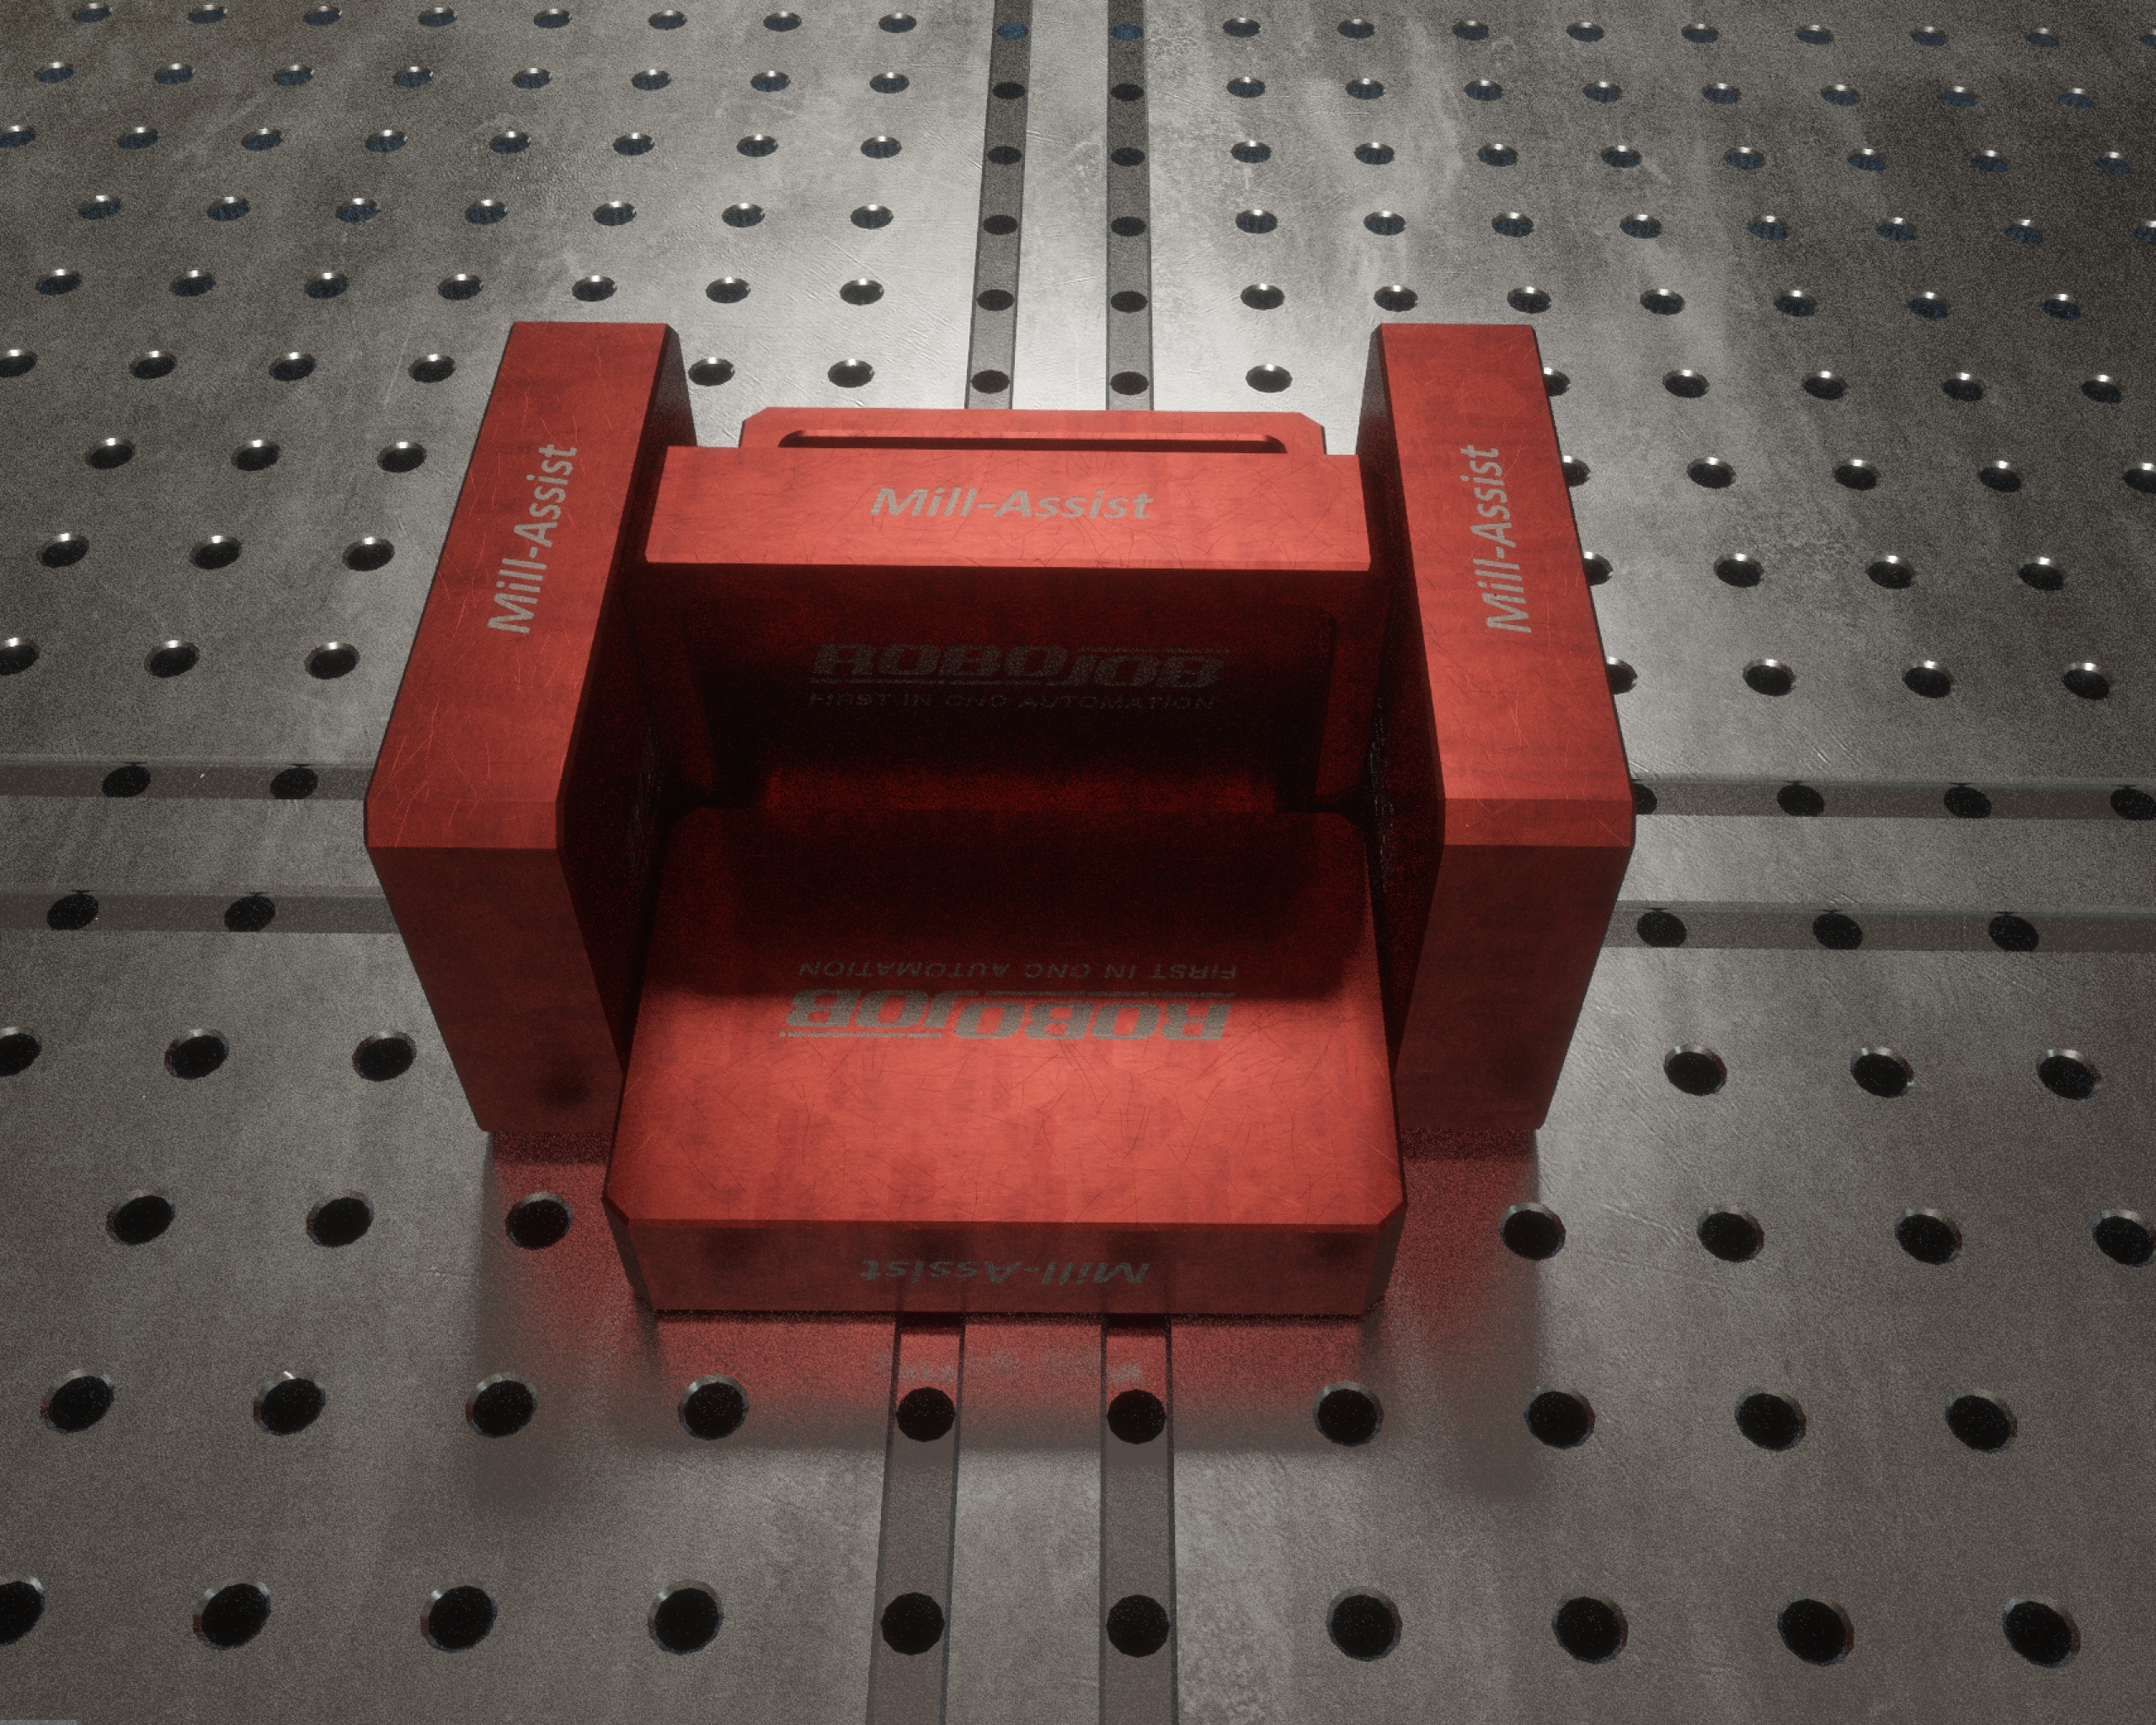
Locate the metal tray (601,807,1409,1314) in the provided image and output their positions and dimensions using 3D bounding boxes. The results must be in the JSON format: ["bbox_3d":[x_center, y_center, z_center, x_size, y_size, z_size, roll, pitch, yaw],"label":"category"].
[{"bbox_3d":[-0.012,0.033,0.374,0.131,0.030,0.090,1,50,0],"label":"metal tray"}]

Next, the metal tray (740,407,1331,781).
[{"bbox_3d":[-0.010,-0.059,0.454,0.131,0.030,0.090,1,50,0],"label":"metal tray"}]

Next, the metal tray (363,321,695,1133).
[{"bbox_3d":[-0.092,-0.027,0.386,0.030,0.089,0.130,1,50,0],"label":"metal tray"}]

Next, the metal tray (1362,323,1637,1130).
[{"bbox_3d":[0.070,-0.027,0.388,0.030,0.089,0.130,1,50,0],"label":"metal tray"}]

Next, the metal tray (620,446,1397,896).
[{"bbox_3d":[-0.012,-0.033,0.391,0.131,0.089,0.030,1,50,0],"label":"metal tray"}]
